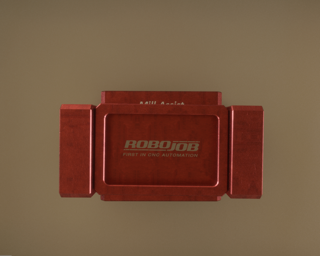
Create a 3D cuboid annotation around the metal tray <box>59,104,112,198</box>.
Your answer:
[{"bbox_3d":[-0.080,0.021,0.357,0.030,0.130,0.089,1,91,0],"label":"metal tray"}]

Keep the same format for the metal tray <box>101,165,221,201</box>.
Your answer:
[{"bbox_3d":[0.001,0.064,0.376,0.131,0.090,0.030,0,90,0],"label":"metal tray"}]

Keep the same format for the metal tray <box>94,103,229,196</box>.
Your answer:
[{"bbox_3d":[0.001,0.021,0.317,0.131,0.030,0.089,1,90,0],"label":"metal tray"}]

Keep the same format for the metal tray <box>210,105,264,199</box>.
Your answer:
[{"bbox_3d":[0.083,0.022,0.357,0.030,0.130,0.089,1,91,0],"label":"metal tray"}]

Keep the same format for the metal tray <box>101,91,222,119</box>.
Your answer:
[{"bbox_3d":[0.002,-0.025,0.376,0.131,0.090,0.030,0,91,0],"label":"metal tray"}]
